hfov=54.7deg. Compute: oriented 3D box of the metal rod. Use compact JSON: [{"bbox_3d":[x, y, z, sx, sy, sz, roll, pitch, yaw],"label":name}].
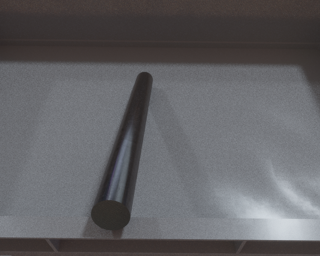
[{"bbox_3d":[-0.027,-0.008,0.333,0.025,0.025,0.300,2,25,1],"label":"metal rod"}]
